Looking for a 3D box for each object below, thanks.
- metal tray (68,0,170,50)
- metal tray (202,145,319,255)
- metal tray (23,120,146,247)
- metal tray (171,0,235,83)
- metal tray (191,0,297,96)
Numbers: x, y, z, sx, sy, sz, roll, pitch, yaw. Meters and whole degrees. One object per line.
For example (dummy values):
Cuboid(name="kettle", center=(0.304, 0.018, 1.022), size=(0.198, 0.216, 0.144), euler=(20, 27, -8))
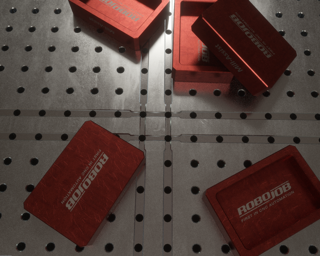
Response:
Cuboid(name="metal tray", center=(-0.062, -0.188, 0.476), size=(0.130, 0.030, 0.090), euler=(33, 73, 11))
Cuboid(name="metal tray", center=(0.130, 0.089, 0.378), size=(0.131, 0.030, 0.090), euler=(-26, 72, -10))
Cuboid(name="metal tray", center=(-0.089, 0.066, 0.384), size=(0.090, 0.030, 0.130), euler=(30, 72, 10))
Cuboid(name="metal tray", center=(0.064, -0.132, 0.458), size=(0.091, 0.030, 0.130), euler=(2, 70, 0))
Cuboid(name="metal tray", center=(0.117, -0.119, 0.424), size=(0.130, 0.030, 0.090), euler=(46, 61, -3))
